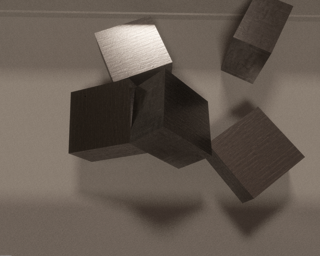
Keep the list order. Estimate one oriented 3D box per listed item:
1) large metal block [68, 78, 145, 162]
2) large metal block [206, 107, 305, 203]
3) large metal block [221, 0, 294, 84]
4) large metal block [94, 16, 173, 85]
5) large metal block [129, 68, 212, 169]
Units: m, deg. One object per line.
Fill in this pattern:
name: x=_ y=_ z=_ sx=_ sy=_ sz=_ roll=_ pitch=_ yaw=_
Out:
large metal block: x=-0.063 y=-0.007 z=0.385 sx=0.080 sy=0.050 sz=0.080 roll=-10 pitch=69 yaw=17
large metal block: x=0.112 y=0.034 z=0.385 sx=0.080 sy=0.050 sz=0.080 roll=-35 pitch=74 yaw=-12
large metal block: x=0.130 y=-0.121 z=0.426 sx=0.050 sy=0.080 sz=0.080 roll=26 pitch=72 yaw=9
large metal block: x=-0.036 y=-0.098 z=0.432 sx=0.080 sy=0.050 sz=0.080 roll=-21 pitch=72 yaw=-8
large metal block: x=0.014 y=-0.009 z=0.364 sx=0.050 sy=0.080 sz=0.080 roll=-27 pitch=46 yaw=35
